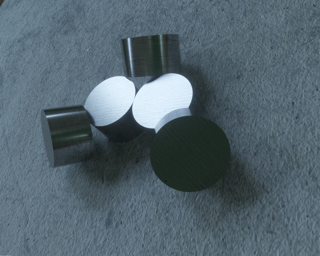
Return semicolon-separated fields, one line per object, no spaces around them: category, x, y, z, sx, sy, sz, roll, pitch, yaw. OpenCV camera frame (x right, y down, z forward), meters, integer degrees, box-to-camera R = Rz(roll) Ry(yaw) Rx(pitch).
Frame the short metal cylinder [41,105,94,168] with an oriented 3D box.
short metal cylinder;-0.128;0.010;0.423;0.050;0.079;0.080;-11;45;-27

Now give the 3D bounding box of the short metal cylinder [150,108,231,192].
short metal cylinder;0.031;0.021;0.333;0.080;0.080;0.050;-32;10;7

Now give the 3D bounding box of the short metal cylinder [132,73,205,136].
short metal cylinder;0.012;-0.023;0.397;0.080;0.050;0.080;-13;56;21

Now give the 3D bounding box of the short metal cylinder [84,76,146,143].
short metal cylinder;-0.058;-0.026;0.435;0.080;0.050;0.080;-13;56;21

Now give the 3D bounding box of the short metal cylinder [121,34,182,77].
short metal cylinder;-0.012;-0.100;0.430;0.080;0.080;0.050;2;105;29
